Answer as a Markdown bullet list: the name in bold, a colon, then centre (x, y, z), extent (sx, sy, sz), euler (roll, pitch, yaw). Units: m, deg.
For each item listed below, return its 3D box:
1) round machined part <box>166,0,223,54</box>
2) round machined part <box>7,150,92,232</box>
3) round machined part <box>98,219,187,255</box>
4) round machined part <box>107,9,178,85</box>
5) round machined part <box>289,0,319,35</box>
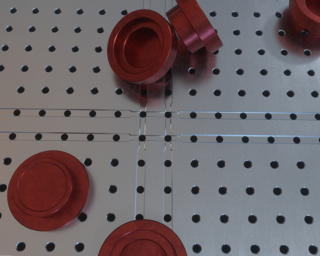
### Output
- **round machined part**: centre (0.044, -0.144, 0.432), extent (0.042, 0.098, 0.098), euler (-33, 72, 16)
- **round machined part**: centre (-0.135, 0.074, 0.374), extent (0.099, 0.042, 0.098), euler (0, 70, -1)
- **round machined part**: centre (-0.018, 0.154, 0.346), extent (0.099, 0.042, 0.098), euler (0, 70, -1)
- **round machined part**: centre (-0.020, -0.108, 0.427), extent (0.098, 0.042, 0.097), euler (-2, 85, 26)
- **round machined part**: centre (0.246, -0.183, 0.473), extent (0.099, 0.042, 0.098), euler (0, 70, -1)
